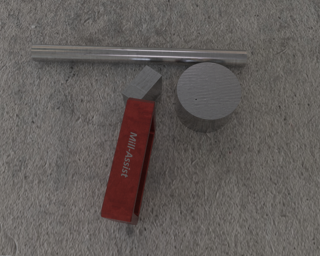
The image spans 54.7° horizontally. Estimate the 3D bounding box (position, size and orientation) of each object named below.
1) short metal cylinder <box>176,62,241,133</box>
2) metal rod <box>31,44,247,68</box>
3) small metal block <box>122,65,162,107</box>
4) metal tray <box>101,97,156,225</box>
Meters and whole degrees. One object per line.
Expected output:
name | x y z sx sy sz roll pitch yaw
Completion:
short metal cylinder | 0.061 -0.039 0.410 0.081 0.050 0.080 0 70 0
metal rod | -0.029 -0.104 0.445 0.302 0.025 0.025 2 70 0
small metal block | -0.022 -0.047 0.412 0.025 0.050 0.050 36 74 12
metal tray | -0.031 0.042 0.358 0.030 0.090 0.130 9 70 3
